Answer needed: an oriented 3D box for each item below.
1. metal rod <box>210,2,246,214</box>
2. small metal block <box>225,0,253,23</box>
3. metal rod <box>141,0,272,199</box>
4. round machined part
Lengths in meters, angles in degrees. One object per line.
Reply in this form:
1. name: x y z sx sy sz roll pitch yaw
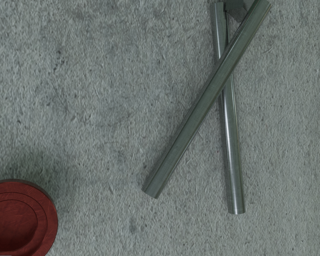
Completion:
1. metal rod: 0.098 -0.026 0.446 0.025 0.025 0.298 -6 92 -20
2. small metal block: 0.117 -0.185 0.440 0.050 0.025 0.050 7 87 -55
3. metal rod: 0.063 -0.041 0.414 0.025 0.025 0.299 32 86 -18
4. round machined part: -0.164 0.104 0.340 0.099 0.042 0.097 0 90 -21
